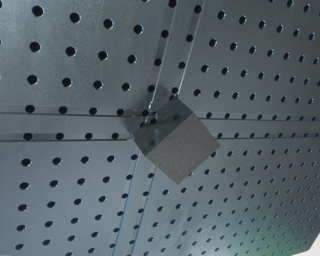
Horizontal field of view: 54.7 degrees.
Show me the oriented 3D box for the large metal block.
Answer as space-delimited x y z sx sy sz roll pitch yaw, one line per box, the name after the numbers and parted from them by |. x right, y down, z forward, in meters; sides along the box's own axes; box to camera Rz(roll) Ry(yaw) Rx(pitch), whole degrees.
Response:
0.022 0.018 0.420 0.080 0.050 0.080 -43 130 1 | large metal block
